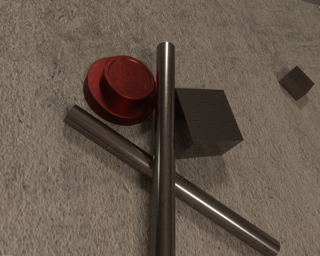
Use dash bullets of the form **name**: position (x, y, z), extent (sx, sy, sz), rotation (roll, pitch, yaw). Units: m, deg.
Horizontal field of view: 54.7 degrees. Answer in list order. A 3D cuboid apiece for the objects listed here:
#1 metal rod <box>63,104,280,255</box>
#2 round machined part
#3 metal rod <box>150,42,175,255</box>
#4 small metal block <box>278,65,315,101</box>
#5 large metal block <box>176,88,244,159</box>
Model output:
- **metal rod**: position (0.019, 0.068, 0.373), extent (0.301, 0.025, 0.025), rotation (35, 51, -6)
- **round machined part**: position (-0.046, -0.055, 0.403), extent (0.099, 0.042, 0.098), rotation (14, 56, -21)
- **metal rod**: position (0.005, 0.023, 0.358), extent (0.025, 0.025, 0.299), rotation (13, 61, -22)
- **small metal block**: position (0.267, -0.088, 0.605), extent (0.050, 0.025, 0.050), rotation (48, 51, 5)
- **large metal block**: position (0.055, -0.006, 0.423), extent (0.081, 0.050, 0.080), rotation (-2, 63, -30)
